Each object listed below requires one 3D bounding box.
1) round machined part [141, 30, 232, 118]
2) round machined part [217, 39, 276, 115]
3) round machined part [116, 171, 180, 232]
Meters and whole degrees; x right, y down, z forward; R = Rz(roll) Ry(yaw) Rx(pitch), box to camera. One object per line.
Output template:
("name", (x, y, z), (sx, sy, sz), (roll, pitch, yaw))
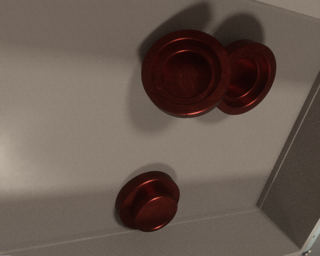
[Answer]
("round machined part", (0.031, -0.058, 0.356), (0.098, 0.098, 0.042), (-41, 167, -1))
("round machined part", (0.102, -0.070, 0.412), (0.099, 0.042, 0.097), (-14, 124, -21))
("round machined part", (-0.013, 0.116, 0.464), (0.099, 0.042, 0.097), (-14, 125, -21))
